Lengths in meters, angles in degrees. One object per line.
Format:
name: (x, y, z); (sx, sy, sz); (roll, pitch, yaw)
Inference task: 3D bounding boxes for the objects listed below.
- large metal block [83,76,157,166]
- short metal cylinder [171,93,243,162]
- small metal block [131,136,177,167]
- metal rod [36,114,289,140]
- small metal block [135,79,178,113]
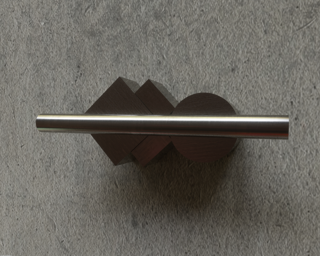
large metal block: (-0.045, -0.009, 0.411); (0.080, 0.050, 0.080); (-44, 77, 14)
short metal cylinder: (0.057, -0.001, 0.376); (0.080, 0.050, 0.080); (0, 90, 20)
small metal block: (-0.002, 0.022, 0.399); (0.050, 0.050, 0.025); (-44, 77, 15)
metal rod: (-0.014, -0.004, 0.360); (0.301, 0.025, 0.025); (1, 91, 19)
small metal block: (0.002, -0.033, 0.397); (0.025, 0.050, 0.050); (-44, 77, 15)
